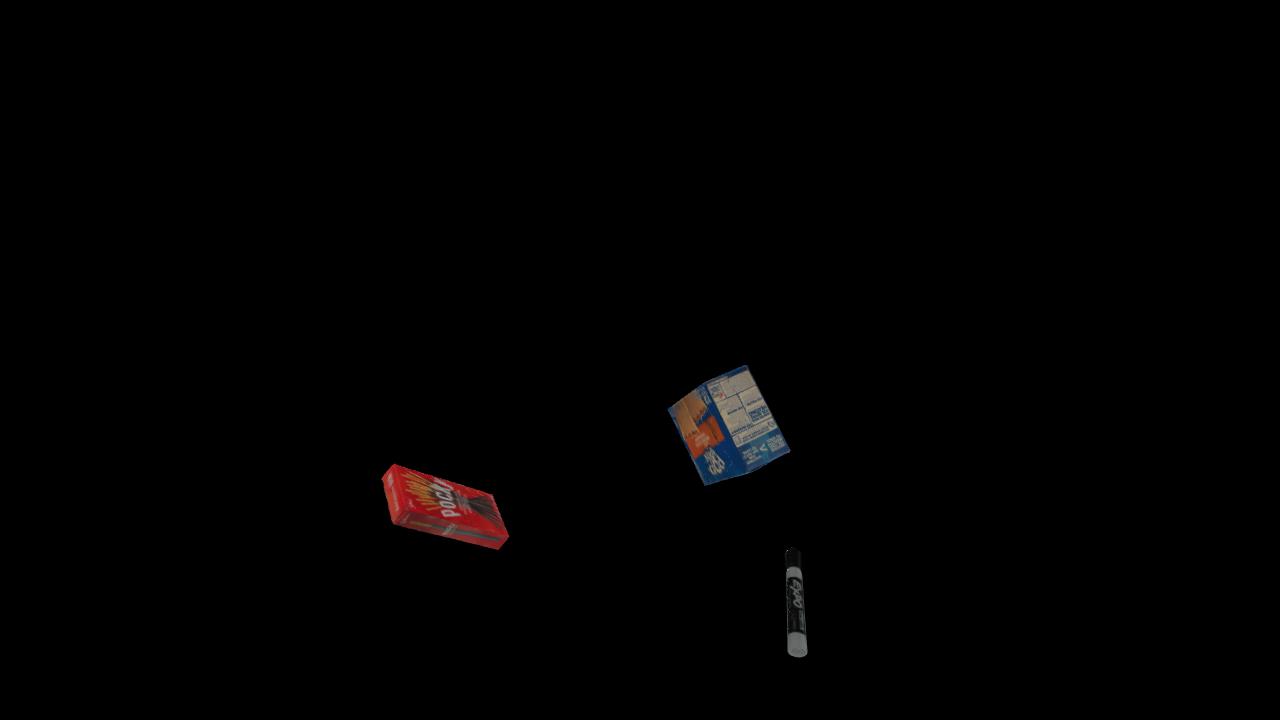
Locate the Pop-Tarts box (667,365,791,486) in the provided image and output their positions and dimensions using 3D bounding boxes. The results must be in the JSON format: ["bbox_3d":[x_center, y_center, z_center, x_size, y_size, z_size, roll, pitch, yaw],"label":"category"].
[{"bbox_3d":[0.128,0.105,0.939,0.083,0.141,0.167,-23,-9,-21],"label":"Pop-Tarts box"}]

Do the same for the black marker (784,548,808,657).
[{"bbox_3d":[0.161,0.246,0.638,0.020,0.020,0.121,0,35,12],"label":"black marker"}]

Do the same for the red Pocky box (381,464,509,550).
[{"bbox_3d":[-0.237,0.183,0.760,0.155,0.028,0.083,32,12,-43],"label":"red Pocky box"}]
